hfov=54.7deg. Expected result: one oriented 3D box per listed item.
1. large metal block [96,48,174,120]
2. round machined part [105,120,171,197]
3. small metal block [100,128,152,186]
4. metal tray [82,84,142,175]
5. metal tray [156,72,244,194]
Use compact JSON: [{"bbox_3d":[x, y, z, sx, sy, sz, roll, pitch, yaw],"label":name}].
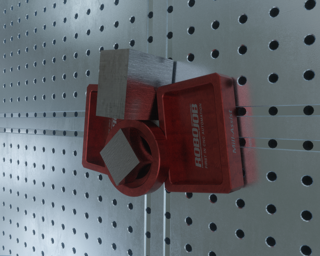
[{"bbox_3d":[-0.031,-0.052,0.394,0.050,0.081,0.079,8,95,40],"label":"large metal block"},{"bbox_3d":[-0.024,0.036,0.401,0.098,0.042,0.097,0,90,40],"label":"round machined part"},{"bbox_3d":[-0.042,0.035,0.384,0.050,0.025,0.050,-47,62,30],"label":"small metal block"},{"bbox_3d":[-0.073,0.002,0.461,0.090,0.030,0.129,8,95,39],"label":"metal tray"},{"bbox_3d":[0.044,0.009,0.364,0.090,0.030,0.129,-8,85,39],"label":"metal tray"}]
